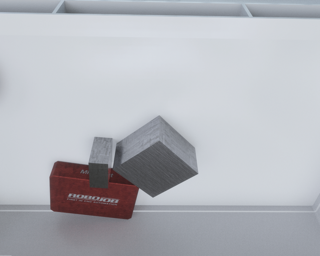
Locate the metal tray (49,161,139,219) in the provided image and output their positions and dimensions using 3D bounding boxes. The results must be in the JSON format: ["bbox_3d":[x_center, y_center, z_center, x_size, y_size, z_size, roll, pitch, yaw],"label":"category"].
[{"bbox_3d":[-0.103,0.101,0.491,0.131,0.030,0.089,9,130,-8],"label":"metal tray"}]

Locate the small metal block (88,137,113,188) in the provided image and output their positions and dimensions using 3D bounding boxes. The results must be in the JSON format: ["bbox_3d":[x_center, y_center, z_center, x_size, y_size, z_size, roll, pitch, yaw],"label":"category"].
[{"bbox_3d":[-0.082,0.048,0.433,0.025,0.050,0.050,5,130,-4],"label":"small metal block"}]

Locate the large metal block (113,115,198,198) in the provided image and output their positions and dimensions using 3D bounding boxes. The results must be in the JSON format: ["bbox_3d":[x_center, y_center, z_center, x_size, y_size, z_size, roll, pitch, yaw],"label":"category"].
[{"bbox_3d":[-0.005,0.042,0.428,0.080,0.050,0.080,-33,123,24],"label":"large metal block"}]
